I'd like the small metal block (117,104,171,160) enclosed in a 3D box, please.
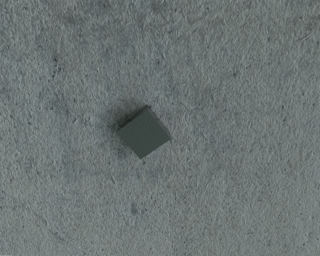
[{"bbox_3d":[-0.021,0.005,0.413,0.050,0.025,0.050,-35,107,11],"label":"small metal block"}]
